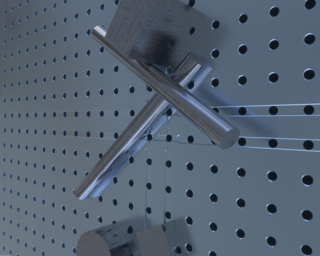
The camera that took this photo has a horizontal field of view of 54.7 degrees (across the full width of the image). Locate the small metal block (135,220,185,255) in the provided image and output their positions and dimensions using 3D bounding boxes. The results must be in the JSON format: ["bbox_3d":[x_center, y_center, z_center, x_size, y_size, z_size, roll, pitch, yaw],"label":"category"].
[{"bbox_3d":[0.000,0.155,0.409,0.050,0.025,0.050,-30,72,36],"label":"small metal block"}]

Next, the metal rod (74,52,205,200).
[{"bbox_3d":[-0.043,0.013,0.444,0.299,0.025,0.025,-47,62,29],"label":"metal rod"}]

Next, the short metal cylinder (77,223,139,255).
[{"bbox_3d":[-0.078,0.187,0.458,0.080,0.050,0.079,0,90,40],"label":"short metal cylinder"}]

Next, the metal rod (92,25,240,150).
[{"bbox_3d":[-0.015,-0.070,0.392,0.300,0.025,0.025,45,117,40],"label":"metal rod"}]

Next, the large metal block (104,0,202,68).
[{"bbox_3d":[-0.008,-0.126,0.380,0.050,0.081,0.080,45,117,30],"label":"large metal block"}]
